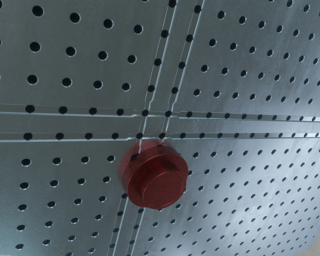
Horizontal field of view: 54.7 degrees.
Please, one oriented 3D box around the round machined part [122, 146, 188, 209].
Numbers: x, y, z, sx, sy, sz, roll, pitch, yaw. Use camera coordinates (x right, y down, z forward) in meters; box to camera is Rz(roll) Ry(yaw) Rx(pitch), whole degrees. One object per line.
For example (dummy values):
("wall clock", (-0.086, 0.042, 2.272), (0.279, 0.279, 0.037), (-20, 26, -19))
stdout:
("round machined part", (-0.001, 0.079, 0.450), (0.099, 0.042, 0.097), (-14, 125, -21))
